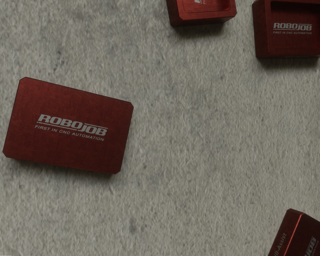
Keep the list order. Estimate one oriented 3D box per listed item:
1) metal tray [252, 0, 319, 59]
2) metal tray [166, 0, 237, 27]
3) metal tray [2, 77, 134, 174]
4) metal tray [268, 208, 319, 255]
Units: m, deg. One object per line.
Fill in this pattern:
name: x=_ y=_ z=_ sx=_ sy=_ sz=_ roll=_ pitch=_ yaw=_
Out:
metal tray: x=0.211 y=-0.156 z=0.485 sx=0.131 sy=0.030 sz=0.089 roll=-6 pitch=92 yaw=-20
metal tray: x=0.050 y=-0.210 z=0.425 sx=0.091 sy=0.030 sz=0.129 roll=-12 pitch=94 yaw=-20
metal tray: x=-0.105 y=0.000 z=0.368 sx=0.131 sy=0.030 sz=0.090 roll=13 pitch=86 yaw=-20
metal tray: x=0.220 y=0.206 z=0.490 sx=0.090 sy=0.030 sz=0.130 roll=31 pitch=80 yaw=-18
